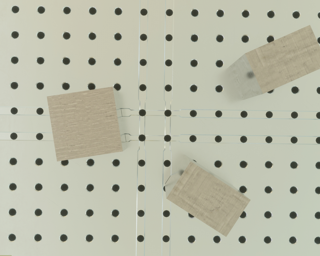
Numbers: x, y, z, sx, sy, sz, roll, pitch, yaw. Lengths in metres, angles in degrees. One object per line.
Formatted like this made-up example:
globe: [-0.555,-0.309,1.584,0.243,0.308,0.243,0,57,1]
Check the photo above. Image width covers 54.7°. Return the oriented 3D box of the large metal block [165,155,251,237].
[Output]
large metal block: [0.054,0.079,0.387,0.080,0.080,0.050,33,90,-1]

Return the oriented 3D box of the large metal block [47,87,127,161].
large metal block: [-0.091,-0.005,0.400,0.081,0.050,0.080,-9,90,-1]

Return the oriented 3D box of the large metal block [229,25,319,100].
large metal block: [0.142,-0.077,0.388,0.080,0.080,0.050,-24,90,0]
